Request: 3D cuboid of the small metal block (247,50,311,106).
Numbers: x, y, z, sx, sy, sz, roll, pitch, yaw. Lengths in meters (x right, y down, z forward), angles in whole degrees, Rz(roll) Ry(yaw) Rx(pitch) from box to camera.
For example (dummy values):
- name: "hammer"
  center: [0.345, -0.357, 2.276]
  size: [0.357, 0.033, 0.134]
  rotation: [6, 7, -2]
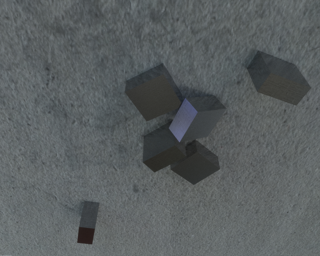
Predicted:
- name: "small metal block"
  center: [0.131, -0.056, 0.345]
  size: [0.050, 0.050, 0.025]
  rotation: [16, 128, -14]

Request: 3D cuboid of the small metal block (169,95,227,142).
- name: "small metal block"
  center: [0.046, -0.012, 0.383]
  size: [0.050, 0.025, 0.050]
  rotation: [-9, 140, -38]

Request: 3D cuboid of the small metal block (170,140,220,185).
- name: "small metal block"
  center: [0.051, 0.051, 0.452]
  size: [0.050, 0.025, 0.050]
  rotation: [37, 121, -28]

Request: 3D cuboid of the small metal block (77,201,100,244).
- name: "small metal block"
  center: [-0.122, 0.161, 0.526]
  size: [0.025, 0.050, 0.050]
  rotation: [10, 129, -9]

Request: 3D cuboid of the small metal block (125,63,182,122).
- name: "small metal block"
  center: [-0.006, -0.042, 0.372]
  size: [0.050, 0.025, 0.050]
  rotation: [-23, 127, 17]

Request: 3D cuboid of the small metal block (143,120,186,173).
- name: "small metal block"
  center: [0.005, 0.024, 0.411]
  size: [0.050, 0.050, 0.025]
  rotation: [-29, 124, 22]
